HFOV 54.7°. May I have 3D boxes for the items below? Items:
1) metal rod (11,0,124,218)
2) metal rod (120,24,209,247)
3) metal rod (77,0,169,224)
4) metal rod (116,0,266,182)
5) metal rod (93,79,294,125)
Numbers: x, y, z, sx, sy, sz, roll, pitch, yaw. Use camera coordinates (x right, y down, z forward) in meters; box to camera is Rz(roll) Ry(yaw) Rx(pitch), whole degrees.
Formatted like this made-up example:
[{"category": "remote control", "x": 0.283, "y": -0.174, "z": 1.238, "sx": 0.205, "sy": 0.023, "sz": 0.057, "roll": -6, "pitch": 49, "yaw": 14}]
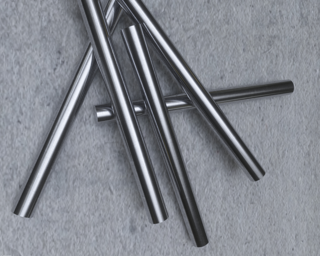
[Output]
[{"category": "metal rod", "x": -0.102, "y": -0.041, "z": 0.371, "sx": 0.025, "sy": 0.025, "sz": 0.299, "roll": 24, "pitch": 82, "yaw": -19}, {"category": "metal rod", "x": 0.011, "y": 0.021, "z": 0.393, "sx": 0.025, "sy": 0.025, "sz": 0.298, "roll": -24, "pitch": 106, "yaw": -19}, {"category": "metal rod", "x": -0.045, "y": -0.029, "z": 0.365, "sx": 0.025, "sy": 0.025, "sz": 0.298, "roll": -20, "pitch": 97, "yaw": -19}, {"category": "metal rod", "x": 0.046, "y": -0.048, "z": 0.399, "sx": 0.025, "sy": 0.025, "sz": 0.300, "roll": -42, "pitch": 104, "yaw": -15}, {"category": "metal rod", "x": 0.061, "y": -0.040, "z": 0.432, "sx": 0.303, "sy": 0.025, "sz": 0.025, "roll": -10, "pitch": 94, "yaw": -20}]
